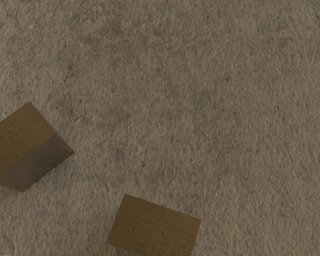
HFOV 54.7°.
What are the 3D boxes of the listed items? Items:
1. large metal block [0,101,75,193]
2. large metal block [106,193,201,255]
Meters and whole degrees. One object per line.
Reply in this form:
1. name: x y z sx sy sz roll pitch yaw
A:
1. large metal block: -0.159 0.026 0.368 0.080 0.080 0.050 -40 75 -13
2. large metal block: -0.006 0.113 0.337 0.080 0.080 0.050 18 71 6
